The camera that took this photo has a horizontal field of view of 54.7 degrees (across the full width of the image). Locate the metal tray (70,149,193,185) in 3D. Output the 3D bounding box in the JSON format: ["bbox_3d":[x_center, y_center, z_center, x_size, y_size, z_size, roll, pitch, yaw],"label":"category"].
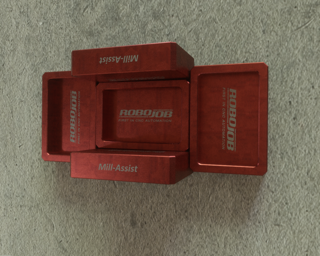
[{"bbox_3d":[-0.032,0.044,0.384,0.130,0.090,0.030,0,90,19],"label":"metal tray"}]

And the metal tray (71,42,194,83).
[{"bbox_3d":[-0.031,-0.076,0.386,0.130,0.090,0.030,0,90,19],"label":"metal tray"}]

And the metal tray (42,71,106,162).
[{"bbox_3d":[-0.125,-0.016,0.450,0.090,0.030,0.129,1,90,19],"label":"metal tray"}]

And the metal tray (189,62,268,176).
[{"bbox_3d":[0.084,-0.011,0.377,0.090,0.030,0.129,1,90,19],"label":"metal tray"}]

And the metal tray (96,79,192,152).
[{"bbox_3d":[-0.021,-0.016,0.414,0.130,0.030,0.089,1,90,19],"label":"metal tray"}]
